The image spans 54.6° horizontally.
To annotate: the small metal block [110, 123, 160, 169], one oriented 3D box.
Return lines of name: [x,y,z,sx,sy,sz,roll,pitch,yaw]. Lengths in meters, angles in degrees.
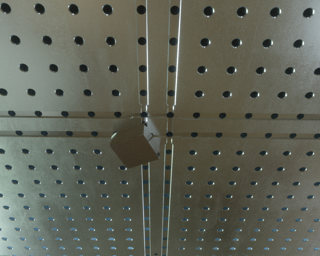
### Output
small metal block: [-0.034,0.026,0.433,0.050,0.025,0.050,-19,128,15]
